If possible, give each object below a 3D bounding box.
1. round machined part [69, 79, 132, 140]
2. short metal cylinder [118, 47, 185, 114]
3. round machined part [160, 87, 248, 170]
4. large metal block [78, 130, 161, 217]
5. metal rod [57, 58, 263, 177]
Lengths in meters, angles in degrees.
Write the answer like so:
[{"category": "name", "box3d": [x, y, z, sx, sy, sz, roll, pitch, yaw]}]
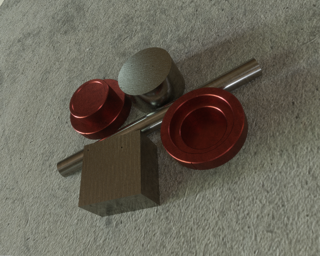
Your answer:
[{"category": "round machined part", "box3d": [-0.096, -0.035, 0.466, 0.098, 0.042, 0.098, -13, 56, 21]}, {"category": "short metal cylinder", "box3d": [-0.011, -0.066, 0.435, 0.080, 0.050, 0.080, -13, 56, 21]}, {"category": "round machined part", "box3d": [0.054, 0.004, 0.363, 0.098, 0.042, 0.098, -13, 56, 21]}, {"category": "large metal block", "box3d": [-0.048, 0.057, 0.380, 0.080, 0.050, 0.080, -16, 55, 19]}, {"category": "metal rod", "box3d": [-0.008, -0.009, 0.416, 0.300, 0.025, 0.025, -28, 52, 10]}]
